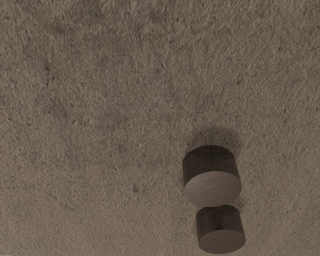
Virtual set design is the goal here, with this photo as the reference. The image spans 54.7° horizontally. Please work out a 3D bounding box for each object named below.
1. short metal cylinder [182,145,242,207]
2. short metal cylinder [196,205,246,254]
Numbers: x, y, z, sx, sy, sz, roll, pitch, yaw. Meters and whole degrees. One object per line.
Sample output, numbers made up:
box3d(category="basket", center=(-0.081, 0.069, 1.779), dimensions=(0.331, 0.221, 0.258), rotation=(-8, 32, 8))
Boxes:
box3d(category="short metal cylinder", center=(0.074, 0.071, 0.453), dimensions=(0.081, 0.050, 0.079), rotation=(0, 130, 0))
box3d(category="short metal cylinder", center=(0.105, 0.178, 0.545), dimensions=(0.081, 0.050, 0.079), rotation=(0, 130, 0))
